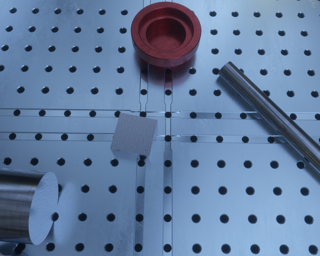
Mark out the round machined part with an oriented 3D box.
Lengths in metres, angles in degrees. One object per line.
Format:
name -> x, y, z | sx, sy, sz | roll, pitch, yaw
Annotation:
round machined part -> 0.009, -0.131, 0.451 | 0.099, 0.042, 0.098 | 0, 70, -1

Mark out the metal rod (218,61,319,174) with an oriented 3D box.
metal rod -> 0.189, 0.022, 0.405 | 0.025, 0.025, 0.300 | -38, 75, -13

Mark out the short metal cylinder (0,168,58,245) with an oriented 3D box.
short metal cylinder -> -0.154, 0.087, 0.349 | 0.050, 0.080, 0.080 | 5, 70, 2

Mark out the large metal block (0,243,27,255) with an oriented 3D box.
large metal block -> -0.176, 0.177, 0.331 | 0.080, 0.050, 0.080 | 33, 74, 11

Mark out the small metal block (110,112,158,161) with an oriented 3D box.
small metal block -> -0.033, 0.012, 0.407 | 0.050, 0.025, 0.050 | 11, 70, 4
